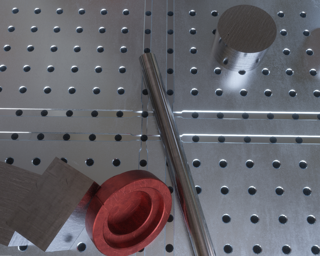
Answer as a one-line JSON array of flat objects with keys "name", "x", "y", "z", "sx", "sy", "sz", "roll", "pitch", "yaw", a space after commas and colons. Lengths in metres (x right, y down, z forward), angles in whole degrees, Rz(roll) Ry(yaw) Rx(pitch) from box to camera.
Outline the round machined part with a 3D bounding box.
[{"name": "round machined part", "x": -0.038, "y": 0.091, "z": 0.350, "sx": 0.098, "sy": 0.098, "sz": 0.042, "roll": -43, "pitch": 39, "yaw": -14}]

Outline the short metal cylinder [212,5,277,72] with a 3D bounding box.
[{"name": "short metal cylinder", "x": 0.119, "y": -0.128, "z": 0.446, "sx": 0.081, "sy": 0.050, "sz": 0.080, "roll": 0, "pitch": 70, "yaw": 0}]

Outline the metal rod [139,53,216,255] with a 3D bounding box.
[{"name": "metal rod", "x": 0.020, "y": 0.034, "z": 0.399, "sx": 0.025, "sy": 0.025, "sz": 0.299, "roll": -14, "pitch": 71, "yaw": -5}]

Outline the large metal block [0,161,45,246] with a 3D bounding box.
[{"name": "large metal block", "x": -0.185, "y": 0.085, "z": 0.366, "sx": 0.080, "sy": 0.050, "sz": 0.080, "roll": 17, "pitch": 71, "yaw": 6}]

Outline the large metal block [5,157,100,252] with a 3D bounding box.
[{"name": "large metal block", "x": -0.109, "y": 0.088, "z": 0.349, "sx": 0.050, "sy": 0.080, "sz": 0.080, "roll": 30, "pitch": 73, "yaw": 11}]
